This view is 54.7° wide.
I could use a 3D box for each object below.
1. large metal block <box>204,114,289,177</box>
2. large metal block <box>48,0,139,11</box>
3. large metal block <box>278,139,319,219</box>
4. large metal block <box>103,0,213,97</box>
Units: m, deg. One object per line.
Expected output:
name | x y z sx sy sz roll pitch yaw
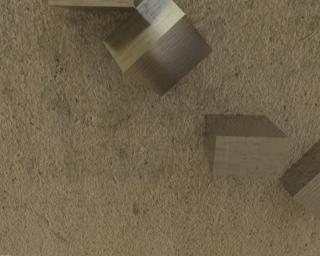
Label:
large metal block | 0.102 0.019 0.388 0.081 0.080 0.050 2 110 -1
large metal block | -0.065 -0.151 0.323 0.081 0.080 0.050 1 108 -1
large metal block | 0.229 0.076 0.426 0.080 0.050 0.080 37 106 -13
large metal block | 0.000 -0.090 0.340 0.080 0.080 0.050 -41 62 14
